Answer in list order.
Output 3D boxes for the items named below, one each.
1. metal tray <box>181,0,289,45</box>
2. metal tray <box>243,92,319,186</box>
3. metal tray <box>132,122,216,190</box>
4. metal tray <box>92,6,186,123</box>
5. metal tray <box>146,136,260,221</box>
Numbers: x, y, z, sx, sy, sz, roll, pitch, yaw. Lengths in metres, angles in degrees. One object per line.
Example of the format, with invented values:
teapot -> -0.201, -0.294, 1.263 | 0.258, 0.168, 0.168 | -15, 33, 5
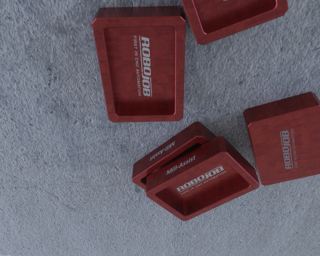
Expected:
metal tray -> 0.056, -0.150, 0.276 | 0.090, 0.030, 0.130 | -18, 128, 14
metal tray -> 0.172, 0.020, 0.423 | 0.090, 0.030, 0.130 | -16, 129, 12
metal tray -> 0.035, 0.057, 0.452 | 0.130, 0.030, 0.090 | -36, 122, 26
metal tray -> -0.019, -0.066, 0.347 | 0.091, 0.030, 0.129 | -1, 130, 1
metal tray -> 0.056, 0.075, 0.427 | 0.130, 0.030, 0.090 | -33, 123, 24
